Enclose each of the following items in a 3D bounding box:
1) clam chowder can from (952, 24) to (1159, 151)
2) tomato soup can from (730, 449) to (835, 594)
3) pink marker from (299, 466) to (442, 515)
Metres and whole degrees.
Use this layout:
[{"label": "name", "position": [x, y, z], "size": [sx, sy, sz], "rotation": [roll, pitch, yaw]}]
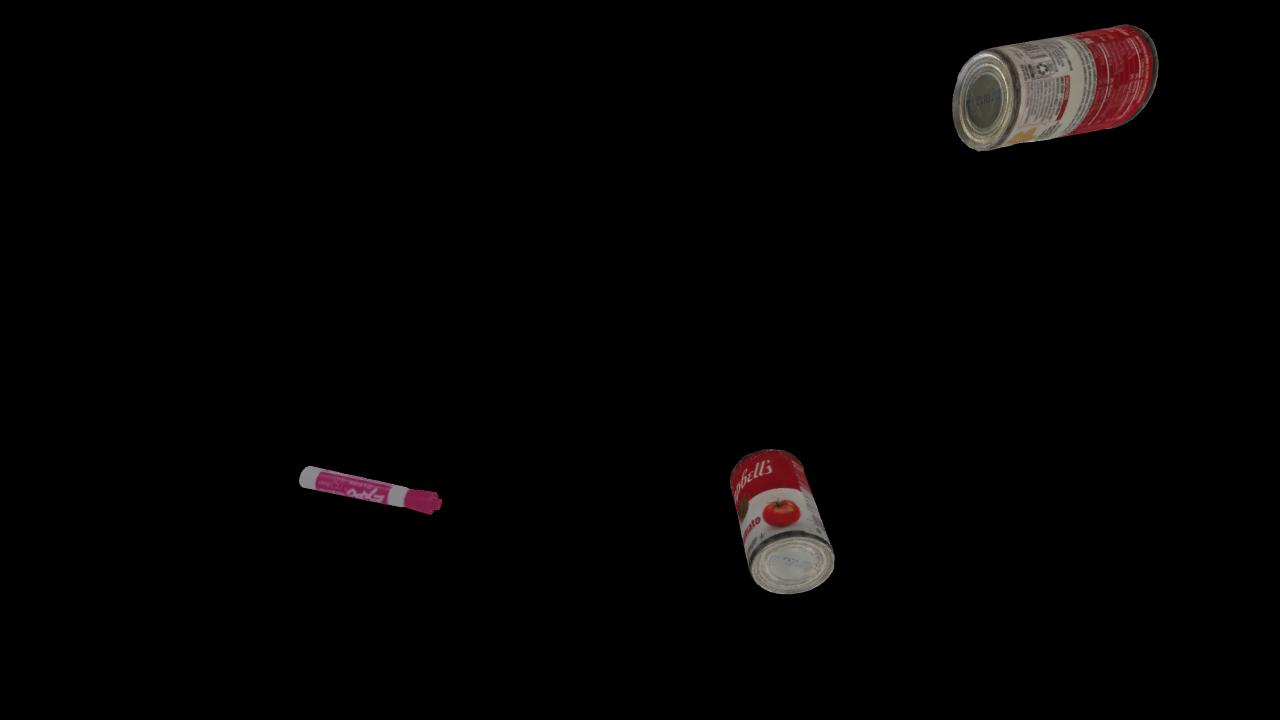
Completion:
[{"label": "clam chowder can", "position": [0.283, -0.187, 0.426], "size": [0.102, 0.068, 0.068], "rotation": [-12, 1, -5]}, {"label": "tomato soup can", "position": [0.115, 0.132, 0.509], "size": [0.068, 0.068, 0.101], "rotation": [0, 32, -2]}, {"label": "pink marker", "position": [-0.226, 0.110, 0.520], "size": [0.121, 0.020, 0.020], "rotation": [10, 1, 5]}]
